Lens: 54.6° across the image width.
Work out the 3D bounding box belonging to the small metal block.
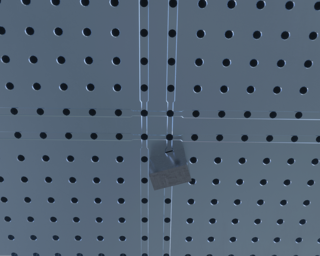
[{"bbox_3d":[0.013,0.055,0.420,0.050,0.050,0.025,-15,110,5],"label":"small metal block"}]
